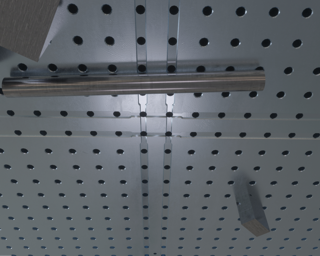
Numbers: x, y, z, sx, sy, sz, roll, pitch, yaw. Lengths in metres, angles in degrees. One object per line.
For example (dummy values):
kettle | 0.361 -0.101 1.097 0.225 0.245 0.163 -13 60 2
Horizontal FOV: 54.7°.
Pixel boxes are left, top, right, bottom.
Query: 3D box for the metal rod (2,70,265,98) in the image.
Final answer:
metal rod | -0.031 -0.052 0.366 0.302 0.025 0.025 -1 130 1

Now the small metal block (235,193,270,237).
small metal block | 0.156 0.147 0.522 0.025 0.050 0.050 -33 123 25

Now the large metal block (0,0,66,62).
large metal block | -0.136 -0.122 0.290 0.080 0.050 0.080 24 126 -19
